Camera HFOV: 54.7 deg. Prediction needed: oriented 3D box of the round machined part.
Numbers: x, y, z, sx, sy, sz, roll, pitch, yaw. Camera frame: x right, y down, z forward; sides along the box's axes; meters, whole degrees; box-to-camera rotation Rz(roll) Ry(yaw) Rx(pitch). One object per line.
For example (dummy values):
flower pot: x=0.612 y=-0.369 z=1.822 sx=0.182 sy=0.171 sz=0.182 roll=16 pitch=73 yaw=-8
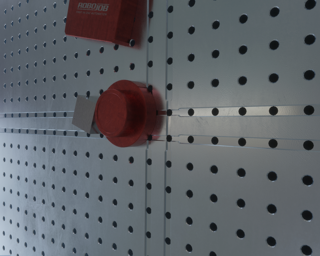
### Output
round machined part: x=-0.056 y=-0.021 z=0.445 sx=0.098 sy=0.042 sz=0.097 roll=0 pitch=90 yaw=40

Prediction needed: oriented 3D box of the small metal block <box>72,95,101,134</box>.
small metal block: x=-0.114 y=-0.022 z=0.504 sx=0.050 sy=0.025 sz=0.050 roll=25 pitch=106 yaw=37

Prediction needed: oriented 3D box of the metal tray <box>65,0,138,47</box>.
metal tray: x=-0.094 y=-0.182 z=0.484 sx=0.130 sy=0.030 sz=0.089 roll=20 pitch=103 yaw=38
